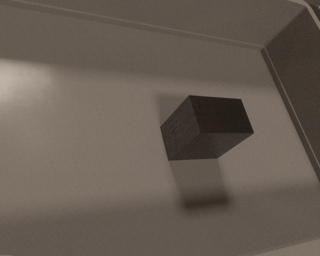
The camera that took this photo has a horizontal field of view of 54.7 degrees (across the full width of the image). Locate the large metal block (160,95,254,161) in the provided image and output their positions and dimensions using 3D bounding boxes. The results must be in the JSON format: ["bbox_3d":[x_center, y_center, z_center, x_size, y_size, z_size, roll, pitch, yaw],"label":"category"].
[{"bbox_3d":[0.058,0.003,0.402,0.081,0.080,0.050,1,62,-28],"label":"large metal block"}]
